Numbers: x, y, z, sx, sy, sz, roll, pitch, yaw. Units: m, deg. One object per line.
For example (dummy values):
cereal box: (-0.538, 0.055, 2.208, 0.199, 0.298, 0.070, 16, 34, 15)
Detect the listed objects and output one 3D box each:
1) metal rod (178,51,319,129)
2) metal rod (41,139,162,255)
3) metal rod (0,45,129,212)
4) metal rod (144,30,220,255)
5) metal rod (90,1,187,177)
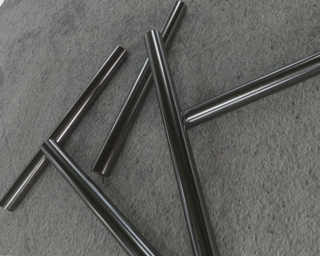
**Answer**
metal rod: (0.149, -0.060, 0.362, 0.300, 0.025, 0.025, -23, 53, 14)
metal rod: (-0.063, 0.099, 0.366, 0.300, 0.025, 0.025, 36, 82, 35)
metal rod: (-0.143, -0.007, 0.483, 0.025, 0.025, 0.300, 24, 74, 36)
metal rod: (0.019, 0.005, 0.362, 0.025, 0.025, 0.299, -21, 63, 16)
metal rod: (-0.024, -0.069, 0.458, 0.025, 0.025, 0.300, 11, 67, 33)
